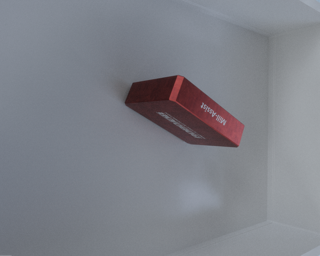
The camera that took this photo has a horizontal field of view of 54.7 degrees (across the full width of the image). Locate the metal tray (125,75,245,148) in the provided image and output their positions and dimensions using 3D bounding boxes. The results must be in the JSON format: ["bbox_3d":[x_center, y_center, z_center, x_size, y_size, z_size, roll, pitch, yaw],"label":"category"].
[{"bbox_3d":[0.033,-0.016,0.389,0.130,0.090,0.030,31,71,-37],"label":"metal tray"}]
